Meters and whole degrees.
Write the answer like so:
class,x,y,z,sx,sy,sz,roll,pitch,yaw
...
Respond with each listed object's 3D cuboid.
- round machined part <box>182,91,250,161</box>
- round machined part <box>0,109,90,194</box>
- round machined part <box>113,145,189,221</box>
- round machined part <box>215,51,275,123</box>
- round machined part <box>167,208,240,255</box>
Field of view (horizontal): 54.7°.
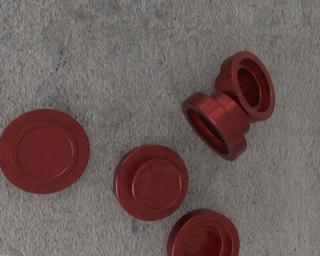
class,x,y,z,sx,sy,sz,roll,pitch,yaw
round machined part,0.076,-0.008,0.396,0.042,0.098,0.098,-40,103,-9
round machined part,-0.130,0.027,0.352,0.099,0.042,0.097,0,90,-20
round machined part,-0.007,0.071,0.397,0.099,0.042,0.097,0,90,-20
round machined part,0.114,-0.053,0.429,0.099,0.042,0.098,14,68,-38
round machined part,0.054,0.158,0.420,0.099,0.042,0.097,0,90,-20
